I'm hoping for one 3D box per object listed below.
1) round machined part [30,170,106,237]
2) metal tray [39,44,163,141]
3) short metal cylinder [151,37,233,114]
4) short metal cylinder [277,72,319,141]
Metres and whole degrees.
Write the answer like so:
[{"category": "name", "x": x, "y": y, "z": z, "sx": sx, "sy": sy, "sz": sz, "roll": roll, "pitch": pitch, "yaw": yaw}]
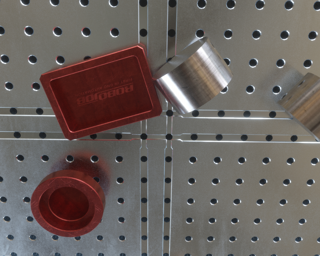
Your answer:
[{"category": "round machined part", "x": -0.127, "y": 0.102, "z": 0.441, "sx": 0.099, "sy": 0.042, "sz": 0.097, "roll": 0, "pitch": 110, "yaw": 0}, {"category": "metal tray", "x": -0.071, "y": -0.045, "z": 0.393, "sx": 0.131, "sy": 0.030, "sz": 0.090, "roll": -15, "pitch": 110, "yaw": 5}, {"category": "short metal cylinder", "x": 0.037, "y": -0.061, "z": 0.362, "sx": 0.080, "sy": 0.080, "sz": 0.050, "roll": -36, "pitch": 106, "yaw": 12}, {"category": "short metal cylinder", "x": 0.191, "y": -0.022, "z": 0.377, "sx": 0.080, "sy": 0.080, "sz": 0.050, "roll": 39, "pitch": 106, "yaw": -13}]
